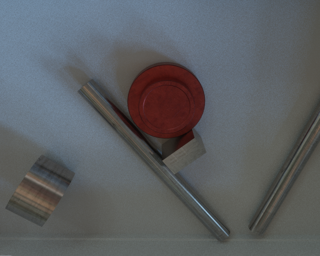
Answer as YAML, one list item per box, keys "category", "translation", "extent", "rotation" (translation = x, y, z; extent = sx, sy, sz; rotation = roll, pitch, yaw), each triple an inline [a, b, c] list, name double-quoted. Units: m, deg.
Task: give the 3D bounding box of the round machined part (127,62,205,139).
- category: "round machined part"
  translation: [0.008, -0.031, 0.391]
  extent: [0.099, 0.042, 0.097]
  rotation: [0, 110, -1]

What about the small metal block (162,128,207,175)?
- category: "small metal block"
  translation: [0.030, 0.027, 0.408]
  extent: [0.050, 0.050, 0.025]
  rotation: [-36, 107, 12]

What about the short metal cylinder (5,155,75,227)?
- category: "short metal cylinder"
  translation: [-0.157, 0.082, 0.410]
  extent: [0.050, 0.080, 0.080]
  rotation: [33, 107, -12]

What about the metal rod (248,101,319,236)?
- category: "metal rod"
  translation: [0.199, 0.024, 0.422]
  extent: [0.025, 0.025, 0.298]
  rotation: [20, 109, -8]

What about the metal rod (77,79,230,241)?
- category: "metal rod"
  translation: [0.001, 0.054, 0.431]
  extent: [0.025, 0.025, 0.300]
  rotation: [-38, 106, 12]
